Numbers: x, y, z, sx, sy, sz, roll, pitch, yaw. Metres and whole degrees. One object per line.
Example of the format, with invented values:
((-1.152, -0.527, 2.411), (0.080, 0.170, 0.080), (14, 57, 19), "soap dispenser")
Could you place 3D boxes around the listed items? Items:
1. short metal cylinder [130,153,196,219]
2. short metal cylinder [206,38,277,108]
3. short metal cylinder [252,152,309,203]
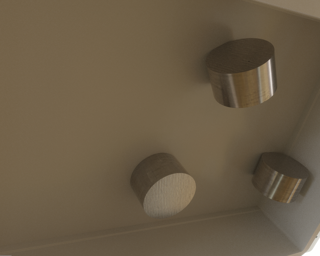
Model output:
((0.004, 0.083, 0.446), (0.081, 0.050, 0.079), (-14, 124, -21), "short metal cylinder")
((0.102, -0.069, 0.385), (0.080, 0.080, 0.050), (-29, 128, -10), "short metal cylinder")
((0.207, 0.084, 0.538), (0.081, 0.080, 0.050), (0, 118, -29), "short metal cylinder")
